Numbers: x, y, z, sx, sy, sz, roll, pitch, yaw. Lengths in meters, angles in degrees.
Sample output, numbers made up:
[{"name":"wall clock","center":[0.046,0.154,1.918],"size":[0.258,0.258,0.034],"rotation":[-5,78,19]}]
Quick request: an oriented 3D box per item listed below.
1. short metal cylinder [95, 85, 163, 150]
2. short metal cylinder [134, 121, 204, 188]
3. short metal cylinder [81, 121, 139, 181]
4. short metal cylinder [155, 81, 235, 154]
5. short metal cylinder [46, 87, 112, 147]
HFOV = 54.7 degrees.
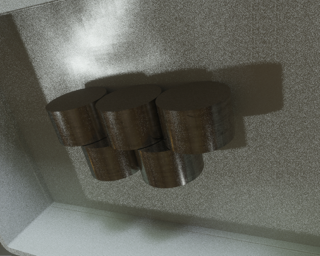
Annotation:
[{"name":"short metal cylinder","center":[-0.032,-0.015,0.379],"size":[0.080,0.080,0.050],"rotation":[1,119,28]},{"name":"short metal cylinder","center":[0.011,0.030,0.384],"size":[0.080,0.080,0.050],"rotation":[1,119,28]},{"name":"short metal cylinder","center":[-0.062,0.028,0.421],"size":[0.080,0.080,0.050],"rotation":[1,119,28]},{"name":"short metal cylinder","center":[0.039,-0.014,0.342],"size":[0.080,0.080,0.050],"rotation":[2,119,27]},{"name":"short metal cylinder","center":[-0.104,-0.017,0.415],"size":[0.080,0.080,0.050],"rotation":[1,119,28]}]
